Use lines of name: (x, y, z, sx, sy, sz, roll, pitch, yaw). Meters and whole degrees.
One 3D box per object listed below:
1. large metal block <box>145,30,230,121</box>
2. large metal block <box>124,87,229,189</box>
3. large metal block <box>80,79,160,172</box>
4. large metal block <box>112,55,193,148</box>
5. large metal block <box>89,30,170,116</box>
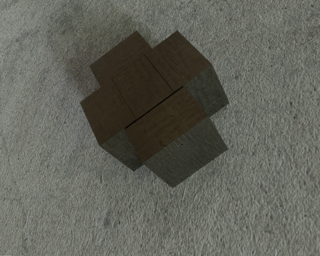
large metal block: (0.035, -0.061, 0.389, 0.050, 0.080, 0.080, -36, 51, 4)
large metal block: (0.021, 0.014, 0.350, 0.080, 0.080, 0.050, -36, 51, 4)
large metal block: (-0.047, -0.002, 0.395, 0.050, 0.080, 0.080, -36, 51, 4)
large metal block: (-0.006, -0.031, 0.392, 0.050, 0.080, 0.080, -36, 51, 4)
large metal block: (-0.036, -0.073, 0.433, 0.080, 0.080, 0.050, -36, 51, 4)
